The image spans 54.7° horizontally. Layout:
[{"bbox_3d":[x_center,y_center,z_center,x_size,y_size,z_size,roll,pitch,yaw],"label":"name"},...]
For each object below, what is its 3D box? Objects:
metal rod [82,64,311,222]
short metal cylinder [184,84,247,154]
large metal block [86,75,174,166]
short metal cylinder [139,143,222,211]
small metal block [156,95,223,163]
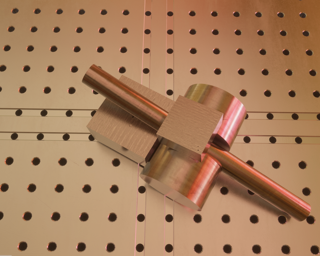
[{"bbox_3d":[0.046,0.020,0.359,0.301,0.025,0.025,33,73,-5],"label":"metal rod"},{"bbox_3d":[0.059,-0.010,0.384,0.080,0.080,0.050,26,72,9],"label":"short metal cylinder"},{"bbox_3d":[-0.032,-0.008,0.395,0.080,0.050,0.080,28,72,9],"label":"large metal block"},{"bbox_3d":[0.024,0.054,0.359,0.080,0.080,0.050,28,73,10],"label":"short metal cylinder"},{"bbox_3d":[0.032,0.000,0.324,0.050,0.025,0.050,25,72,17],"label":"small metal block"}]
